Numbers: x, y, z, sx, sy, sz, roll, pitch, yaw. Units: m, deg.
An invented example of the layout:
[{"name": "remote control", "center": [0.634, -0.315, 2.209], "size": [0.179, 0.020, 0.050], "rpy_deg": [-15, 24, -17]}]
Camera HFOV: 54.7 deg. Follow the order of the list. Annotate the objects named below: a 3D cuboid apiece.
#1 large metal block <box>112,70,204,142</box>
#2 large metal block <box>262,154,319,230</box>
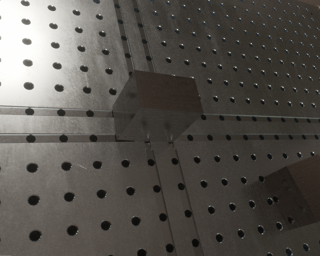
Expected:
[{"name": "large metal block", "center": [-0.006, -0.023, 0.385], "size": [0.081, 0.080, 0.050], "rpy_deg": [3, 61, -27]}, {"name": "large metal block", "center": [0.211, 0.092, 0.453], "size": [0.081, 0.050, 0.080], "rpy_deg": [-11, 67, -33]}]
